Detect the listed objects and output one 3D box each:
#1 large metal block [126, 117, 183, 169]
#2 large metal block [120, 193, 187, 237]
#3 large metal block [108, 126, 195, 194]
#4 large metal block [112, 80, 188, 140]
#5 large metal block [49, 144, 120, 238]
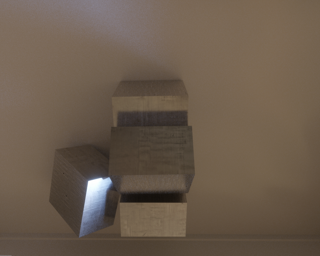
[{"bbox_3d":[-0.010,0.031,0.409,0.081,0.050,0.079,-1,110,0],"label":"large metal block"},{"bbox_3d":[-0.008,0.099,0.416,0.081,0.080,0.050,0,110,-1],"label":"large metal block"},{"bbox_3d":[-0.008,0.037,0.334,0.081,0.080,0.050,-1,65,0],"label":"large metal block"},{"bbox_3d":[-0.010,-0.024,0.370,0.081,0.080,0.050,-1,110,0],"label":"large metal block"},{"bbox_3d":[-0.097,0.077,0.399,0.050,0.080,0.079,-7,119,-44],"label":"large metal block"}]
